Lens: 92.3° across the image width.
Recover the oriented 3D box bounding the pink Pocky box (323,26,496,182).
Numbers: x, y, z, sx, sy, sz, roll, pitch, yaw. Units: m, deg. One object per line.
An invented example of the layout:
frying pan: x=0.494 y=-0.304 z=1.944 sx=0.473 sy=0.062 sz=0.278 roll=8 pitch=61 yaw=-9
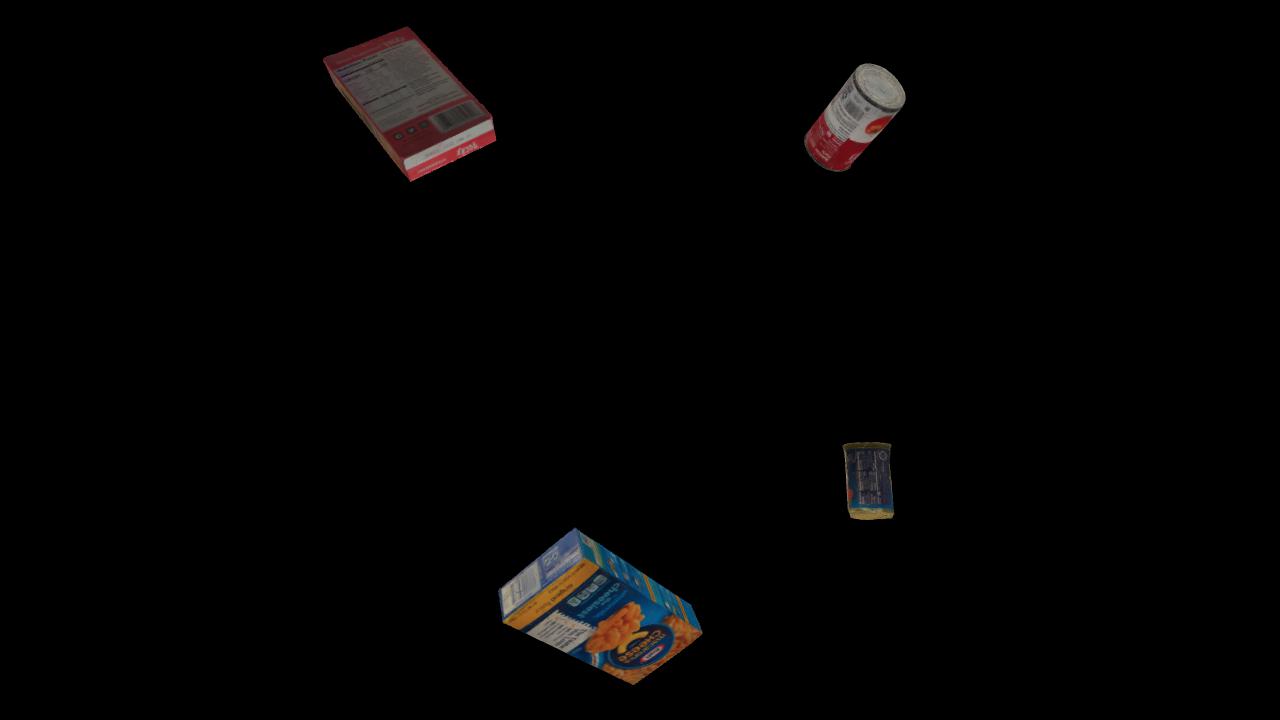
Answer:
pink Pocky box: x=-0.199 y=-0.225 z=0.530 sx=0.084 sy=0.155 sz=0.029 roll=-33 pitch=-23 yaw=-18

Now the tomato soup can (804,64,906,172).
tomato soup can: x=0.244 y=-0.276 z=0.704 sx=0.068 sy=0.068 sz=0.101 roll=0 pitch=-24 yaw=-20

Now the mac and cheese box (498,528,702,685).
mac and cheese box: x=-0.031 y=0.230 z=0.559 sx=0.184 sy=0.093 sz=0.041 roll=44 pitch=8 yaw=-34

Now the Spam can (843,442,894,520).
Spam can: x=0.292 y=0.156 z=0.783 sx=0.058 sy=0.085 sz=0.101 roll=-4 pitch=-20 yaw=20
